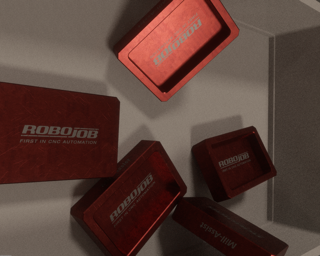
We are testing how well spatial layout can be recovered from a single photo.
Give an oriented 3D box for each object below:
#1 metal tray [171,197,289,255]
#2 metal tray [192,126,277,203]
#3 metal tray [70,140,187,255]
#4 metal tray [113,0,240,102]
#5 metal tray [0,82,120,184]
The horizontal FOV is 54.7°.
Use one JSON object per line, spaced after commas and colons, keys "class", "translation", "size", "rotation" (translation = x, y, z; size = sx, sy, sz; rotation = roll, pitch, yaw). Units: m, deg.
{"class": "metal tray", "translation": [0.091, 0.134, 0.401], "size": [0.090, 0.130, 0.030], "rotation": [20, 95, -57]}
{"class": "metal tray", "translation": [0.120, 0.052, 0.484], "size": [0.131, 0.030, 0.090], "rotation": [-12, 75, -40]}
{"class": "metal tray", "translation": [-0.031, 0.087, 0.379], "size": [0.131, 0.030, 0.090], "rotation": [-45, 117, -31]}
{"class": "metal tray", "translation": [0.020, -0.106, 0.376], "size": [0.130, 0.030, 0.090], "rotation": [-42, 123, 8]}
{"class": "metal tray", "translation": [-0.106, 0.007, 0.316], "size": [0.131, 0.030, 0.089], "rotation": [4, 88, -40]}
